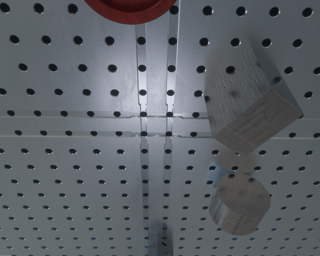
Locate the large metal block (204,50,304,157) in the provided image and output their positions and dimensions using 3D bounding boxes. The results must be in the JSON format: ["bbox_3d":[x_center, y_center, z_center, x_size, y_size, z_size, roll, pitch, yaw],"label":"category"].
[{"bbox_3d":[0.101,-0.028,0.353,0.050,0.080,0.080,31,123,-24],"label":"large metal block"}]

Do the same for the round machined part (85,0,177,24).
[{"bbox_3d":[-0.027,-0.147,0.275,0.099,0.042,0.097,0,130,0],"label":"round machined part"}]

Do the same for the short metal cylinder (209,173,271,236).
[{"bbox_3d":[0.121,0.116,0.475,0.081,0.080,0.050,7,130,-6],"label":"short metal cylinder"}]

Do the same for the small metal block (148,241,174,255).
[{"bbox_3d":[0.002,0.263,0.620,0.025,0.050,0.050,-33,123,25],"label":"small metal block"}]
